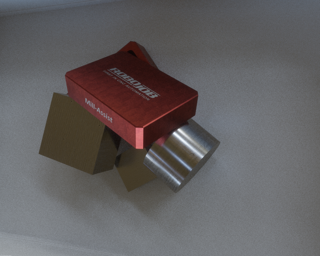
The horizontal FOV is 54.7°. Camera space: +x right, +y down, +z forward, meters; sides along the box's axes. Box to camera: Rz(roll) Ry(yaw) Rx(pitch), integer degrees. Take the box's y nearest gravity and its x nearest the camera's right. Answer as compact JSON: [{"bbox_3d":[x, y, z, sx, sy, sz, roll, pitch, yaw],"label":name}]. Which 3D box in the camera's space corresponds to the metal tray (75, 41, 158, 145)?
[{"bbox_3d":[-0.057,-0.043,0.425,0.130,0.030,0.090,-35,79,16],"label":"metal tray"}]

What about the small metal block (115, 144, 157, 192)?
[{"bbox_3d":[-0.028,0.051,0.418,0.050,0.025,0.050,-30,80,17],"label":"small metal block"}]

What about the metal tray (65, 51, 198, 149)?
[{"bbox_3d":[-0.034,-0.039,0.354,0.130,0.091,0.030,35,140,31],"label":"metal tray"}]

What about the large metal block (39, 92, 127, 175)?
[{"bbox_3d":[-0.096,0.005,0.394,0.080,0.050,0.080,17,96,18],"label":"large metal block"}]

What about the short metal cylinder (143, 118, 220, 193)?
[{"bbox_3d":[0.026,0.031,0.370,0.050,0.080,0.080,41,103,15],"label":"short metal cylinder"}]
